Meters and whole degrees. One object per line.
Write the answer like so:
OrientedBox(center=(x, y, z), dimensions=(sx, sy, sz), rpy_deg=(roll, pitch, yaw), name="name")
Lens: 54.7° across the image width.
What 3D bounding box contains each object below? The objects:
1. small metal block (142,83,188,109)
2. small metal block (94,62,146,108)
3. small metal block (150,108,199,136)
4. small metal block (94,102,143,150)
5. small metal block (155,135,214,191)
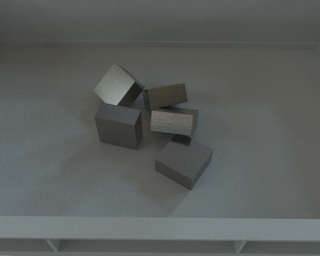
OrientedBox(center=(0.005, -0.044, 0.425), dimensions=(0.050, 0.025, 0.050), rpy_deg=(-12, 9, -10), name="small metal block")
OrientedBox(center=(-0.057, -0.055, 0.434), dimensions=(0.050, 0.025, 0.050), rpy_deg=(44, 101, 30), name="small metal block")
OrientedBox(center=(0.020, -0.011, 0.394), dimensions=(0.050, 0.025, 0.050), rpy_deg=(7, 12, 13), name="small metal block")
OrientedBox(center=(-0.050, -0.001, 0.389), dimensions=(0.050, 0.050, 0.025), rpy_deg=(12, 51, 9), name="small metal block")
OrientedBox(center=(0.029, 0.039, 0.373), dimensions=(0.050, 0.025, 0.050), rpy_deg=(27, 55, 20), name="small metal block")
